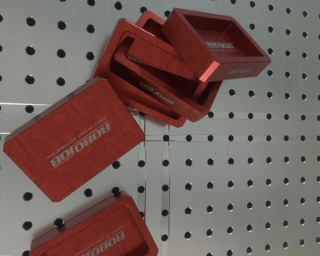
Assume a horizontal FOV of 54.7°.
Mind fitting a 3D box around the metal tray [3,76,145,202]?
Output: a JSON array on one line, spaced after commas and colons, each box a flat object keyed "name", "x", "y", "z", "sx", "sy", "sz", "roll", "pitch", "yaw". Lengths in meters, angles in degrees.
[{"name": "metal tray", "x": -0.094, "y": 0.012, "z": 0.356, "sx": 0.130, "sy": 0.030, "sz": 0.090, "roll": -36, "pitch": 115, "yaw": -9}]

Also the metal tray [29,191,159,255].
[{"name": "metal tray", "x": -0.078, "y": 0.149, "z": 0.382, "sx": 0.131, "sy": 0.030, "sz": 0.090, "roll": -28, "pitch": 100, "yaw": -18}]

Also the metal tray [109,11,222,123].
[{"name": "metal tray", "x": 0.014, "y": -0.078, "z": 0.393, "sx": 0.130, "sy": 0.030, "sz": 0.090, "roll": 31, "pitch": 63, "yaw": -9}]

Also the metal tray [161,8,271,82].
[{"name": "metal tray", "x": 0.074, "y": -0.104, "z": 0.390, "sx": 0.131, "sy": 0.030, "sz": 0.090, "roll": -14, "pitch": 62, "yaw": -44}]

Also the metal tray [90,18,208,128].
[{"name": "metal tray", "x": -0.010, "y": -0.066, "z": 0.388, "sx": 0.131, "sy": 0.030, "sz": 0.089, "roll": 24, "pitch": 107, "yaw": -19}]
